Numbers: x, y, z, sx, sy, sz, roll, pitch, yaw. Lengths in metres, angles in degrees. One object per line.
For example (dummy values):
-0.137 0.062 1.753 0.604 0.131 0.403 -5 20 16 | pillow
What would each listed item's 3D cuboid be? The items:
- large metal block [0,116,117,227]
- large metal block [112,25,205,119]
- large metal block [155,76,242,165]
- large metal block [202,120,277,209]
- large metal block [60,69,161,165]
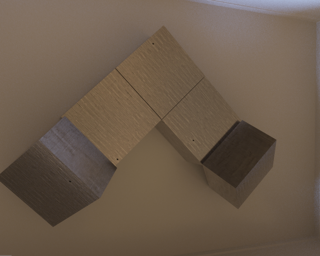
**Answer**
-0.109 0.048 0.332 0.080 0.050 0.080 -35 106 27 | large metal block
-0.005 -0.067 0.393 0.080 0.050 0.080 -46 104 -14 | large metal block
0.047 -0.009 0.413 0.080 0.050 0.080 -46 104 -14 | large metal block
0.107 0.050 0.412 0.080 0.050 0.080 -46 148 -14 | large metal block
-0.060 -0.011 0.373 0.080 0.050 0.080 -46 104 -14 | large metal block
